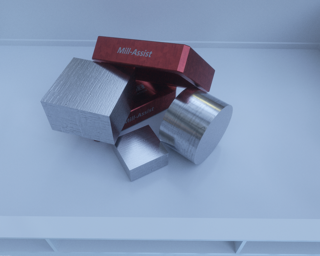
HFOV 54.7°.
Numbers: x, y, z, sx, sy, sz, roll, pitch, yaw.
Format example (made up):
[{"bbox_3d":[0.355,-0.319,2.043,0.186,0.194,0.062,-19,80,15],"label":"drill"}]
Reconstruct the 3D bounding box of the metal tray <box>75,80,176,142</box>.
[{"bbox_3d":[-0.054,-0.045,0.436,0.131,0.030,0.090,-27,55,-22],"label":"metal tray"}]

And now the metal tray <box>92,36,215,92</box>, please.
[{"bbox_3d":[-0.008,-0.080,0.390,0.130,0.090,0.030,15,89,30],"label":"metal tray"}]

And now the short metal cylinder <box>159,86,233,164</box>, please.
[{"bbox_3d":[0.044,-0.004,0.372,0.050,0.080,0.080,32,57,24],"label":"short metal cylinder"}]

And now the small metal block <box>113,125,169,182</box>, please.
[{"bbox_3d":[-0.024,0.030,0.378,0.050,0.025,0.050,-23,54,-19],"label":"small metal block"}]

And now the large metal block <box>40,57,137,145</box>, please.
[{"bbox_3d":[-0.080,-0.034,0.373,0.080,0.050,0.080,13,51,10],"label":"large metal block"}]
